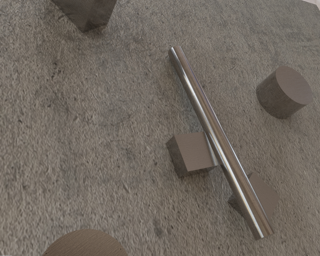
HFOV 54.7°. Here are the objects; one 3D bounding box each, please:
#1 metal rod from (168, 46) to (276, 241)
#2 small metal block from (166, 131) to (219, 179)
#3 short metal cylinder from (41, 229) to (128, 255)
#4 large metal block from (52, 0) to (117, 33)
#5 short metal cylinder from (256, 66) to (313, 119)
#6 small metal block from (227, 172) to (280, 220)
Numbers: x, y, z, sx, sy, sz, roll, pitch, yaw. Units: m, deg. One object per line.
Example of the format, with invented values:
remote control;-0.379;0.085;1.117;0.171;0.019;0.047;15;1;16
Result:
metal rod;0.073;0.002;0.424;0.025;0.025;0.299;-4;58;-30
small metal block;0.042;0.034;0.407;0.050;0.025;0.050;-6;65;-31
short metal cylinder;-0.070;0.134;0.269;0.081;0.050;0.080;14;56;-21
large metal block;-0.106;-0.196;0.432;0.080;0.080;0.050;47;51;4
short metal cylinder;0.219;-0.062;0.547;0.081;0.050;0.080;14;56;-21
small metal block;0.126;0.096;0.415;0.050;0.025;0.050;44;51;2
